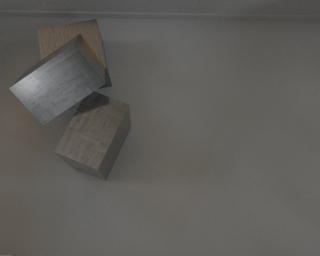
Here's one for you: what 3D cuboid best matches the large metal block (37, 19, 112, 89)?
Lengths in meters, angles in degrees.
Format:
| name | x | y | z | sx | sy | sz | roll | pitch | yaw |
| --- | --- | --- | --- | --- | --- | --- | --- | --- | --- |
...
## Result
| name | x | y | z | sx | sy | sz | roll | pitch | yaw |
| --- | --- | --- | --- | --- | --- | --- | --- | --- | --- |
| large metal block | -0.117 | -0.096 | 0.430 | 0.081 | 0.050 | 0.080 | -12 | 71 | -5 |

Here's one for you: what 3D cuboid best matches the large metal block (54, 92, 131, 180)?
| name | x | y | z | sx | sy | sz | roll | pitch | yaw |
| --- | --- | --- | --- | --- | --- | --- | --- | --- | --- |
| large metal block | -0.075 | 0.012 | 0.374 | 0.050 | 0.080 | 0.080 | 22 | 72 | 4 |

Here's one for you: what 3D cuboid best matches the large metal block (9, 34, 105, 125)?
| name | x | y | z | sx | sy | sz | roll | pitch | yaw |
| --- | --- | --- | --- | --- | --- | --- | --- | --- | --- |
| large metal block | -0.111 | -0.059 | 0.353 | 0.080 | 0.080 | 0.050 | -33 | 115 | 5 |
